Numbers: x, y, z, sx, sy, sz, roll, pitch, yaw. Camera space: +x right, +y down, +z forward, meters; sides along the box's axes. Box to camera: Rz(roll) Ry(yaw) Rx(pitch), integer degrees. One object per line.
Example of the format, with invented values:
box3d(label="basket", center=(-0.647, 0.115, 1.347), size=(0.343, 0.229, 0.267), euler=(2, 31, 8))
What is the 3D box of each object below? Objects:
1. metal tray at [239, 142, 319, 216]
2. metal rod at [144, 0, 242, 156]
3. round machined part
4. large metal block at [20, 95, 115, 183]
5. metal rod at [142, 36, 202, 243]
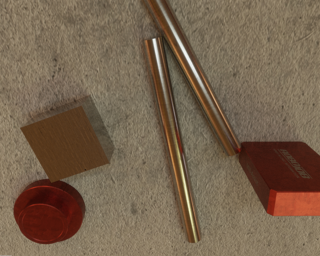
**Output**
box3d(label="metal tray", center=(0.157, 0.055, 0.376), size=(0.091, 0.130, 0.030), euler=(0, 110, 0))
box3d(label="metal rod", center=(0.028, -0.092, 0.376), size=(0.025, 0.025, 0.299), euler=(-28, 108, 9))
box3d(label="round machined part", center=(-0.161, 0.126, 0.445), size=(0.099, 0.042, 0.097), euler=(0, 110, -1))
box3d(label="large metal block", center=(-0.115, 0.013, 0.400), size=(0.080, 0.050, 0.080), euler=(-19, 109, 6))
box3d(label="metal rod", center=(0.021, 0.030, 0.421), size=(0.025, 0.025, 0.298), euler=(-11, 110, 4))
